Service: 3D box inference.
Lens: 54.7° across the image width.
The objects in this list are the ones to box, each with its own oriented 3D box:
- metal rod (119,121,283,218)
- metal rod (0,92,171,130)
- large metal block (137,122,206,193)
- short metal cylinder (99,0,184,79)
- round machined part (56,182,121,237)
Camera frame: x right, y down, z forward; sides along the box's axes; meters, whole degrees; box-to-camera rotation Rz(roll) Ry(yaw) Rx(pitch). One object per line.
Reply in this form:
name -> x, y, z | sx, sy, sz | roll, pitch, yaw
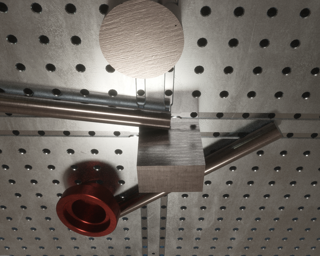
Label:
metal rod -> 0.041, 0.073, 0.474 | 0.300, 0.025, 0.025 | -31, 124, 23
metal rod -> -0.137, -0.025, 0.387 | 0.302, 0.025, 0.025 | 6, 130, -6
large metal block -> 0.013, 0.037, 0.407 | 0.081, 0.080, 0.050 | -1, 130, 0
short metal cylinder -> -0.017, -0.097, 0.312 | 0.081, 0.050, 0.079 | 0, 130, 0
round machined part -> -0.111, 0.127, 0.498 | 0.099, 0.042, 0.097 | 5, 123, 7
